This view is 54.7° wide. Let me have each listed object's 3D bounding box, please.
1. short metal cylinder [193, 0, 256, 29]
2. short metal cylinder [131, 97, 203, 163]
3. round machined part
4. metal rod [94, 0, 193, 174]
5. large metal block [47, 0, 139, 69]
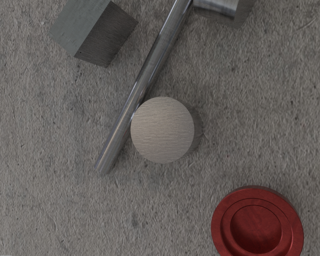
[{"bbox_3d":[0.080,-0.160,0.352,0.050,0.080,0.080,28,99,18],"label":"short metal cylinder"},{"bbox_3d":[0.010,0.002,0.392,0.080,0.050,0.080,0,90,20],"label":"short metal cylinder"},{"bbox_3d":[0.112,0.115,0.361,0.098,0.042,0.097,0,90,20],"label":"round machined part"},{"bbox_3d":[-0.015,-0.073,0.414,0.025,0.025,0.299,30,100,17],"label":"metal rod"},{"bbox_3d":[-0.085,-0.133,0.410,0.050,0.080,0.080,41,103,15],"label":"large metal block"}]
